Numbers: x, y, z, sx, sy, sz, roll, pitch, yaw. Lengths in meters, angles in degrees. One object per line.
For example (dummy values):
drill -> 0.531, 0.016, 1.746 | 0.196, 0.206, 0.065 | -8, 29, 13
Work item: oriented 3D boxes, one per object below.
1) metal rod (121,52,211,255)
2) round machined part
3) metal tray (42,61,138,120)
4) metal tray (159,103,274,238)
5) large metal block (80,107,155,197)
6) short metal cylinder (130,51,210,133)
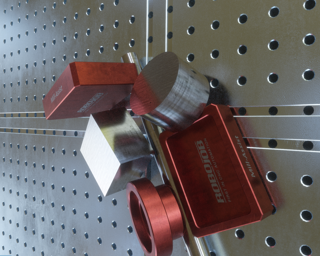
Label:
metal rod -> 0.005, 0.035, 0.400 | 0.025, 0.025, 0.299 | -31, 71, 35
round machined part -> -0.005, 0.107, 0.379 | 0.098, 0.042, 0.097 | 166, 90, -70
metal tray -> -0.097, -0.048, 0.423 | 0.130, 0.091, 0.030 | -27, 75, 52
metal tray -> 0.058, 0.049, 0.353 | 0.090, 0.030, 0.130 | -31, 71, 35
large metal block -> -0.060, 0.031, 0.414 | 0.080, 0.050, 0.079 | 55, 140, 25
short metal cylinder -> 0.010, -0.041, 0.361 | 0.080, 0.050, 0.080 | -31, 45, 36
